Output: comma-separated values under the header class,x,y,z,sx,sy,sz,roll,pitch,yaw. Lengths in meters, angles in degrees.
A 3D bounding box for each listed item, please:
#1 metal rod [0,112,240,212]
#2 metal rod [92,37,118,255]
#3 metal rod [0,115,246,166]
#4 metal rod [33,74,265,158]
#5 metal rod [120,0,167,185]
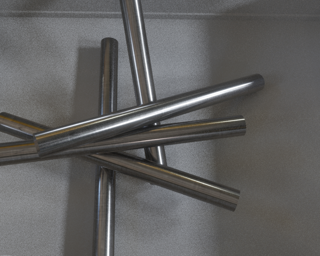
class,x,y,z,sx,sy,sz,roll,pitch,yaw
metal rod,-0.057,0.037,0.367,0.301,0.025,0.025,18,71,8
metal rod,-0.069,0.015,0.403,0.025,0.025,0.299,-2,70,-1
metal rod,-0.051,0.015,0.350,0.302,0.025,0.025,-7,70,-7
metal rod,0.011,-0.024,0.363,0.302,0.025,0.025,-18,70,-28
metal rod,-0.024,-0.079,0.374,0.025,0.025,0.298,-9,95,-3
